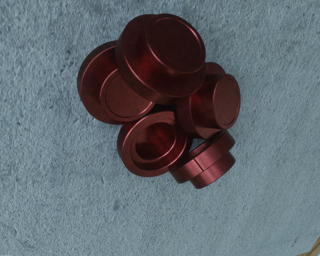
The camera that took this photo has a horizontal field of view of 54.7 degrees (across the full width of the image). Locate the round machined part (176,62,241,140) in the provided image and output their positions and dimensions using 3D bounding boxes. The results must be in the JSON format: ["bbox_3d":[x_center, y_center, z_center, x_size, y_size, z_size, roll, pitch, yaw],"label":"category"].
[{"bbox_3d":[0.067,-0.033,0.387,0.099,0.042,0.097,-8,101,-49],"label":"round machined part"}]

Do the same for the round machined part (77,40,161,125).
[{"bbox_3d":[-0.040,-0.046,0.350,0.099,0.042,0.097,-14,125,-21],"label":"round machined part"}]

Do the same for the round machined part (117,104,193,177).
[{"bbox_3d":[-0.009,0.012,0.401,0.099,0.042,0.097,-14,125,-21],"label":"round machined part"}]

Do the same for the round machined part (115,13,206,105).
[{"bbox_3d":[0.007,-0.077,0.318,0.099,0.098,0.042,1,160,-29],"label":"round machined part"}]

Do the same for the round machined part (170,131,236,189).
[{"bbox_3d":[0.065,0.047,0.428,0.098,0.098,0.042,-37,89,-4],"label":"round machined part"}]
